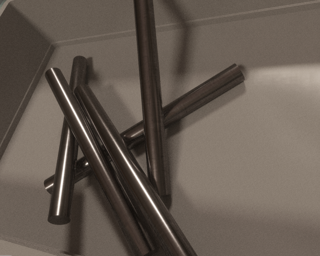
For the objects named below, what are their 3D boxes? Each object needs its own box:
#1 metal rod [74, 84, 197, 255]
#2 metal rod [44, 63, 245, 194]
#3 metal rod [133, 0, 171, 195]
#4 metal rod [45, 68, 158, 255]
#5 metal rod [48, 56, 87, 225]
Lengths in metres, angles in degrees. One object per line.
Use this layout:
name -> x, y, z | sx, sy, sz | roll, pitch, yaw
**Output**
metal rod -> -0.042, 0.040, 0.370 | 0.025, 0.025, 0.300 | -39, 53, 2
metal rod -> -0.026, 0.005, 0.414 | 0.300, 0.025, 0.025 | -31, 52, 7
metal rod -> -0.013, -0.069, 0.382 | 0.025, 0.025, 0.298 | -9, 81, 23
metal rod -> -0.088, 0.027, 0.400 | 0.025, 0.025, 0.299 | -36, 62, 4
metal rod -> -0.128, -0.007, 0.452 | 0.025, 0.025, 0.300 | -21, 47, 15
